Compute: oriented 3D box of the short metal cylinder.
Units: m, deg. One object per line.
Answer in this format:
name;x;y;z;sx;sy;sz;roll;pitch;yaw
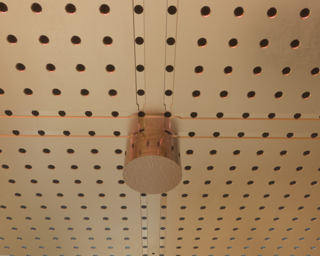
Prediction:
short metal cylinder;-0.010;0.049;0.437;0.081;0.050;0.079;0;130;0
